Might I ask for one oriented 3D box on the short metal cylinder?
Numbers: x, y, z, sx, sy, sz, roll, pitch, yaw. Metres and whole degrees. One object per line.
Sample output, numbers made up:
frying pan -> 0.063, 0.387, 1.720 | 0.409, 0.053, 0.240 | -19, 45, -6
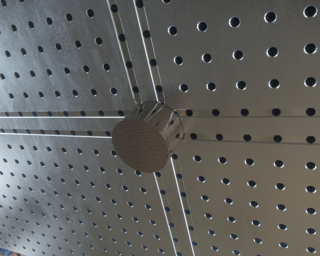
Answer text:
short metal cylinder -> -0.016, 0.012, 0.408 | 0.080, 0.050, 0.079 | 13, 124, 20
